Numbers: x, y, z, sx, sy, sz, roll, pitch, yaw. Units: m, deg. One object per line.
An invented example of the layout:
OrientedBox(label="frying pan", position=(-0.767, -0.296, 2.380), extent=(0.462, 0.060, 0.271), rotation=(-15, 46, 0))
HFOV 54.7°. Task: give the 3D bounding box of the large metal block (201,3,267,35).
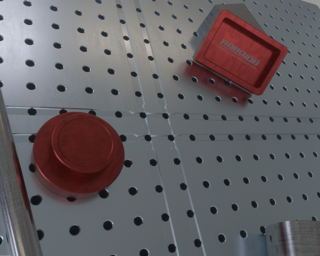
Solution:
OrientedBox(label="large metal block", position=(0.137, -0.182, 0.577), extent=(0.081, 0.050, 0.080), rotation=(-19, 72, -35))

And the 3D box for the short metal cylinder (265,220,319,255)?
OrientedBox(label="short metal cylinder", position=(0.172, 0.148, 0.375), extent=(0.081, 0.080, 0.050), rotation=(17, 55, -19))

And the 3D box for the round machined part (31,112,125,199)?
OrientedBox(label="round machined part", position=(-0.085, 0.024, 0.337), extent=(0.099, 0.042, 0.098), rotation=(13, 56, -21))

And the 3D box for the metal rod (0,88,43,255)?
OrientedBox(label="metal rod", position=(-0.128, 0.091, 0.283), extent=(0.025, 0.025, 0.299), rotation=(-11, 67, -33))

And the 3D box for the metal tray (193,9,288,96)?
OrientedBox(label="metal tray", position=(0.132, -0.123, 0.514), extent=(0.131, 0.090, 0.030), rotation=(27, 9, -12))
